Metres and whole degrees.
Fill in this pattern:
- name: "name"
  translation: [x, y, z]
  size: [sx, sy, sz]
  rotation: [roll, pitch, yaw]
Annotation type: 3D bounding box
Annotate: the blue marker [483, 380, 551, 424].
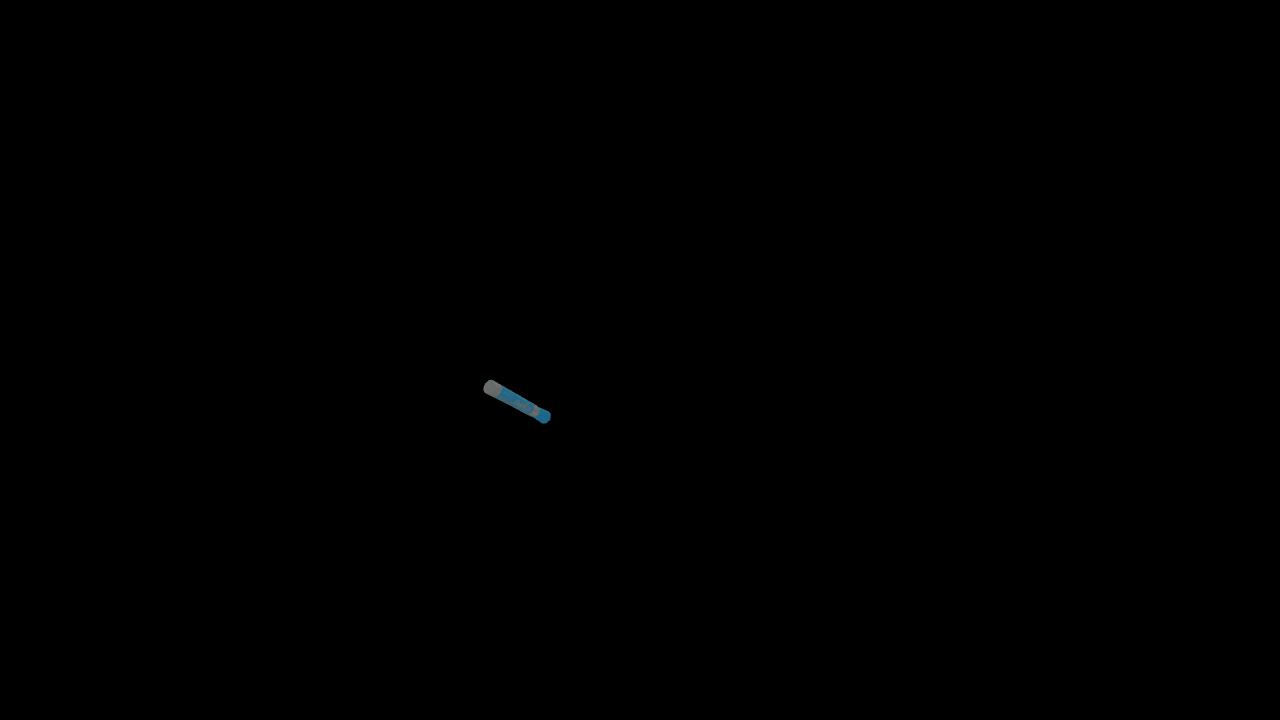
- name: "blue marker"
  translation: [-0.160, 0.058, 0.818]
  size: [0.020, 0.020, 0.121]
  rotation: [0, -24, 34]
